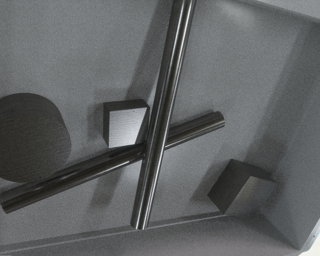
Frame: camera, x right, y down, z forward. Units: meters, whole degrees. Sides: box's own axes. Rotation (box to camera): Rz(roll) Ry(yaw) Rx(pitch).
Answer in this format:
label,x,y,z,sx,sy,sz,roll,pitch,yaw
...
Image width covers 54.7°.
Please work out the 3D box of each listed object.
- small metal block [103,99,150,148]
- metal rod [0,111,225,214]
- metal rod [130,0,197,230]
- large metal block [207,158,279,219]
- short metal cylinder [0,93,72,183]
label,x,y,z,sx,sy,sz,roll,pitch,yaw
small metal block,-0.042,-0.006,0.383,0.050,0.025,0.050,-8,122,-25
metal rod,-0.048,0.038,0.407,0.302,0.025,0.025,-21,127,-17
metal rod,0.000,-0.008,0.380,0.025,0.025,0.298,1,110,-30
large metal block,0.144,0.107,0.540,0.081,0.050,0.080,19,108,-36
short metal cylinder,-0.139,0.010,0.323,0.081,0.050,0.079,-14,125,-21
